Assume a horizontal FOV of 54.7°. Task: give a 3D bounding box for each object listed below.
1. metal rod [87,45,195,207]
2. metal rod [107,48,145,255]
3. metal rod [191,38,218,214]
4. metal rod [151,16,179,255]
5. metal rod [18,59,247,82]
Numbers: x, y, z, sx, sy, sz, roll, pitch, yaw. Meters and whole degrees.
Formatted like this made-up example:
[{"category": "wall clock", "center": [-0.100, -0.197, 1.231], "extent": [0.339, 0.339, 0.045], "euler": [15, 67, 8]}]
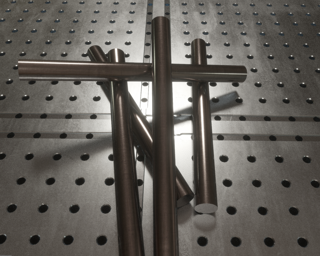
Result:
[{"category": "metal rod", "center": [-0.040, -0.023, 0.426], "extent": [0.025, 0.025, 0.300], "euler": [-21, 53, -17]}, {"category": "metal rod", "center": [-0.044, 0.017, 0.371], "extent": [0.025, 0.025, 0.299], "euler": [-6, 57, -5]}, {"category": "metal rod", "center": [0.058, -0.027, 0.431], "extent": [0.025, 0.025, 0.300], "euler": [3, 50, 2]}, {"category": "metal rod", "center": [0.004, -0.005, 0.358], "extent": [0.025, 0.025, 0.299], "euler": [-1, 66, -1]}, {"category": "metal rod", "center": [-0.021, -0.074, 0.411], "extent": [0.303, 0.025, 0.025], "euler": [-2, 49, -19]}]
